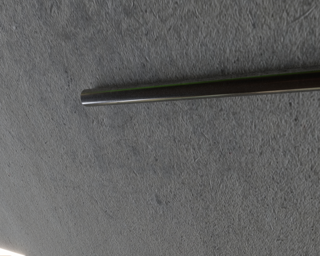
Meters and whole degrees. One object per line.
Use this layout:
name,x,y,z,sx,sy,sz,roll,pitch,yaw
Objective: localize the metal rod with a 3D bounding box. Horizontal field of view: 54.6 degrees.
metal rod,0.029,-0.045,0.363,0.300,0.025,0.025,-1,118,29
